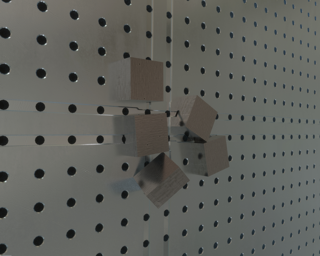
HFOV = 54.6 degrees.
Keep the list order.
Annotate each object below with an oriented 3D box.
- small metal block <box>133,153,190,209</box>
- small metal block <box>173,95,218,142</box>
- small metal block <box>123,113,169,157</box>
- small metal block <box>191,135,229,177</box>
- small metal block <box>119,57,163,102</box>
[{"bbox_3d":[0.001,0.063,0.382,0.050,0.050,0.025,-41,118,-6],"label":"small metal block"},{"bbox_3d":[0.052,-0.013,0.452,0.050,0.025,0.050,34,69,-35],"label":"small metal block"},{"bbox_3d":[-0.017,0.008,0.394,0.050,0.025,0.050,-7,95,-40],"label":"small metal block"},{"bbox_3d":[0.077,0.041,0.473,0.050,0.025,0.050,-16,100,-39],"label":"small metal block"},{"bbox_3d":[-0.023,-0.059,0.389,0.050,0.025,0.050,-1,91,-40],"label":"small metal block"}]
